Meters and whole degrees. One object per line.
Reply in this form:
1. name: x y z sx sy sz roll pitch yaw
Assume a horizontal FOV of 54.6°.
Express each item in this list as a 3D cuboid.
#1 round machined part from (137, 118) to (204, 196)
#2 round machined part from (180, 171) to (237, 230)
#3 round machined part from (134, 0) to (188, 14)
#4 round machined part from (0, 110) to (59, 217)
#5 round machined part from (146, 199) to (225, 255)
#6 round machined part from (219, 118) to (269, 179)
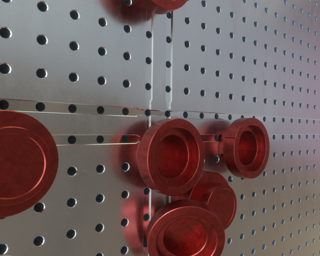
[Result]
1. round machined part: 0.010 0.037 0.405 0.099 0.042 0.097 0 90 -40
2. round machined part: 0.077 0.115 0.461 0.099 0.042 0.097 0 90 -40
3. round machined part: -0.008 -0.192 0.390 0.099 0.042 0.097 0 90 -40
4. round machined part: -0.140 0.032 0.281 0.099 0.042 0.097 0 90 -40
5. round machined part: 0.031 0.137 0.404 0.099 0.042 0.097 -1 103 -6
6. round machined part: 0.135 0.032 0.509 0.099 0.042 0.097 0 90 -40
